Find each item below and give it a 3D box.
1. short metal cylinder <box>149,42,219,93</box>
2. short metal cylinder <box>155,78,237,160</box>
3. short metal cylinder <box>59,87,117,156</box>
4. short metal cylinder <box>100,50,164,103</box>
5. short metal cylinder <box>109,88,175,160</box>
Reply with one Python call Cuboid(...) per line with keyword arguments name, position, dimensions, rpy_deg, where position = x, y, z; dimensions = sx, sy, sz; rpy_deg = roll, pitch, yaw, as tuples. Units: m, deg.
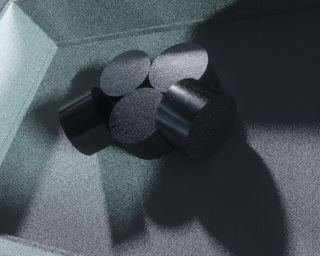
Cuboid(name="short metal cylinder", position=(0.033, -0.066, 0.411), dimensions=(0.080, 0.050, 0.080), rpy_deg=(-13, 56, 21))
Cuboid(name="short metal cylinder", position=(0.041, -0.011, 0.353), dimensions=(0.050, 0.080, 0.080), rpy_deg=(33, 81, 38))
Cuboid(name="short metal cylinder", position=(-0.090, -0.009, 0.422), dimensions=(0.050, 0.080, 0.080), rpy_deg=(-27, 52, 11))
Cuboid(name="short metal cylinder", position=(-0.039, -0.066, 0.449), dimensions=(0.080, 0.050, 0.080), rpy_deg=(-13, 56, 21))
Cuboid(name="short metal cylinder", position=(-0.018, -0.005, 0.400), dimensions=(0.080, 0.050, 0.080), rpy_deg=(-13, 56, 21))
